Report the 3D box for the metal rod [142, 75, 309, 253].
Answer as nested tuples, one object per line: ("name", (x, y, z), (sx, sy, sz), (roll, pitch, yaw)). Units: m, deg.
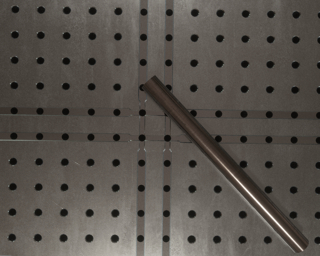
("metal rod", (0.087, 0.048, 0.414), (0.025, 0.025, 0.300), (-43, 91, 0))
